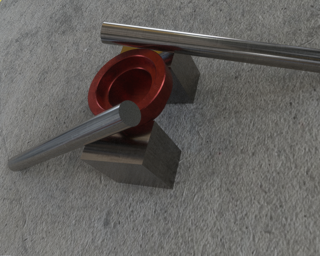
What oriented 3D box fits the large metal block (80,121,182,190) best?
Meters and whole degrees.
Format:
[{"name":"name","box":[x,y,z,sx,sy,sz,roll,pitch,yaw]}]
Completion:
[{"name":"large metal block","box":[-0.030,0.032,0.365,0.080,0.080,0.050,1,63,28]}]

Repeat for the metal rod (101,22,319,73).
[{"name":"metal rod","box":[0.081,-0.088,0.347,0.302,0.025,0.025,10,65,8]}]

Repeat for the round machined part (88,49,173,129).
[{"name":"round machined part","box":[-0.030,-0.040,0.358,0.098,0.042,0.098,-13,56,20]}]

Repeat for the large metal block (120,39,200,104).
[{"name":"large metal block","box":[-0.001,-0.074,0.414,0.080,0.080,0.050,1,63,28]}]

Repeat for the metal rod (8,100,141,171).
[{"name":"metal rod","box":[-0.127,0.022,0.386,0.299,0.025,0.025,-19,51,45]}]
